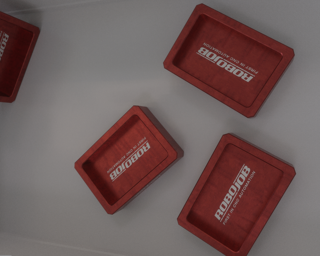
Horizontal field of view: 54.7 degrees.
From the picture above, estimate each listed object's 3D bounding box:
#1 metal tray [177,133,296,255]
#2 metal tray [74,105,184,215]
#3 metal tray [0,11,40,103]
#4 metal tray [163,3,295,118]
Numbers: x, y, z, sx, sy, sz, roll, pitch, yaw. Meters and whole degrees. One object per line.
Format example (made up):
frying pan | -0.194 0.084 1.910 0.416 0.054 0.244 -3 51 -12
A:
metal tray | 0.090 0.082 0.375 0.090 0.030 0.129 30 100 17
metal tray | -0.044 0.043 0.423 0.130 0.030 0.090 -43 77 15
metal tray | -0.242 -0.105 0.461 0.030 0.090 0.129 27 99 18
metal tray | 0.081 -0.081 0.379 0.130 0.030 0.090 34 101 16
